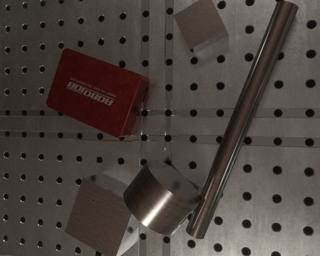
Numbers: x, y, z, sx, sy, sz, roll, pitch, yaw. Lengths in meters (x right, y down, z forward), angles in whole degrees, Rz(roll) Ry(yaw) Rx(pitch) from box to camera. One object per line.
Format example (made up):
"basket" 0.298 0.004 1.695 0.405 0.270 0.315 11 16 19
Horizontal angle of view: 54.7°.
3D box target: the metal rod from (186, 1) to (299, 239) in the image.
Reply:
"metal rod" 0.097 -0.004 0.378 0.025 0.025 0.298 23 97 18

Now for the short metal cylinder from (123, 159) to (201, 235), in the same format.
"short metal cylinder" 0.003 0.083 0.382 0.080 0.080 0.050 40 103 15

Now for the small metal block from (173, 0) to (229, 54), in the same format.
"small metal block" 0.053 -0.131 0.394 0.050 0.025 0.050 -26 82 17

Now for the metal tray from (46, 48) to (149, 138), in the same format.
"metal tray" -0.091 -0.051 0.441 0.130 0.030 0.089 23 97 18

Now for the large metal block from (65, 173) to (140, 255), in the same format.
"large metal block" -0.071 0.117 0.423 0.080 0.050 0.080 22 97 18
